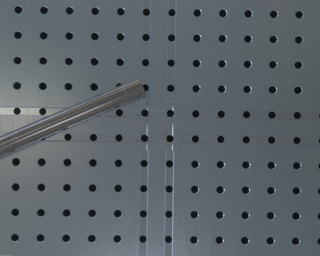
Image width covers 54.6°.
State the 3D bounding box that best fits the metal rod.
[{"bbox_3d":[-0.161,0.003,0.412,0.301,0.025,0.025,-23,90,0],"label":"metal rod"}]
